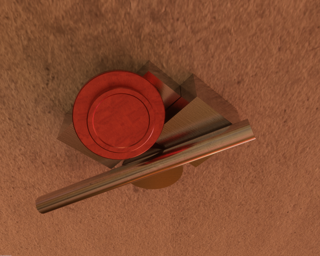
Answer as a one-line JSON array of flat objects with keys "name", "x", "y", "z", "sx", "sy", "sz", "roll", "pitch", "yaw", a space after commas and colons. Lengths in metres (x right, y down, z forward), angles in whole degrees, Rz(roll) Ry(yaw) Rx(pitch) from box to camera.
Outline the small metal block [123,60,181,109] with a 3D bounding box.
[{"name": "small metal block", "x": -0.011, "y": -0.044, "z": 0.370, "sx": 0.050, "sy": 0.025, "sz": 0.050, "roll": 35, "pitch": 122, "yaw": -27}]

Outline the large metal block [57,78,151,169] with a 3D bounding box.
[{"name": "large metal block", "x": -0.066, "y": -0.005, "z": 0.385, "sx": 0.080, "sy": 0.050, "sz": 0.080, "roll": 35, "pitch": 122, "yaw": -26}]

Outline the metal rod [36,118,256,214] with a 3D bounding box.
[{"name": "metal rod", "x": -0.031, "y": 0.054, "z": 0.389, "sx": 0.300, "sy": 0.025, "sz": 0.025, "roll": -22, "pitch": 127, "yaw": 17}]

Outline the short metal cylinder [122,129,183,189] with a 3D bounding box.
[{"name": "short metal cylinder", "x": -0.010, "y": 0.039, "z": 0.425, "sx": 0.081, "sy": 0.050, "sz": 0.079, "roll": 0, "pitch": 130, "yaw": 0}]

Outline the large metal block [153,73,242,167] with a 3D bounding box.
[{"name": "large metal block", "x": 0.043, "y": -0.007, "z": 0.387, "sx": 0.080, "sy": 0.050, "sz": 0.080, "roll": 34, "pitch": 122, "yaw": -26}]

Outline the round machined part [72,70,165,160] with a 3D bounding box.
[{"name": "round machined part", "x": -0.042, "y": -0.012, "z": 0.329, "sx": 0.099, "sy": 0.042, "sz": 0.097, "roll": -3, "pitch": 105, "yaw": -11}]
